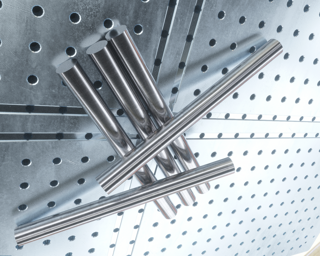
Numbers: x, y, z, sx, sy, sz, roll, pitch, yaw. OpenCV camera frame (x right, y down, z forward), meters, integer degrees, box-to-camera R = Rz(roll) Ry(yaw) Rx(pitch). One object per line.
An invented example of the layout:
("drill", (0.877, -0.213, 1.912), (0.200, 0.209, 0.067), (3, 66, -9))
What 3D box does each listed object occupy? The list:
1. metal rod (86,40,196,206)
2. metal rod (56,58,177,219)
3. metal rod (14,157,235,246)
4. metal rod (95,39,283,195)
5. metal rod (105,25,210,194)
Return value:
("metal rod", (-0.009, 0.017, 0.418), (0.025, 0.025, 0.299), (-34, 129, -6))
("metal rod", (-0.040, 0.037, 0.414), (0.025, 0.025, 0.299), (-34, 129, -6))
("metal rod", (-0.040, 0.097, 0.424), (0.302, 0.025, 0.025), (-17, 126, -9))
("metal rod", (0.046, -0.022, 0.398), (0.301, 0.025, 0.025), (-38, 130, -13))
("metal rod", (0.013, -0.001, 0.419), (0.025, 0.025, 0.299), (-35, 129, -5))
